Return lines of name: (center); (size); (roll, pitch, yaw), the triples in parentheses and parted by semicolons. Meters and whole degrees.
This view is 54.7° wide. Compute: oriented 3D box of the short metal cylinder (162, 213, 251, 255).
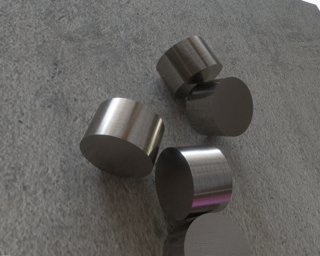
short metal cylinder: (0.049, 0.137, 0.332); (0.081, 0.050, 0.080); (14, 56, -21)

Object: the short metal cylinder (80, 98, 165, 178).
short metal cylinder: (-0.040, 0.013, 0.340); (0.080, 0.080, 0.050); (27, 52, -12)

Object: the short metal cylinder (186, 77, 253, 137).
short metal cylinder: (0.083, -0.028, 0.431); (0.081, 0.050, 0.079); (0, 90, -35)

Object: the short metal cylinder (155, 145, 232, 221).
short metal cylinder: (0.036, 0.060, 0.353); (0.050, 0.080, 0.080); (-2, 63, -30)

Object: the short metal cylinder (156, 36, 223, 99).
short metal cylinder: (0.042, -0.085, 0.445); (0.081, 0.080, 0.050); (-22, 73, -36)
